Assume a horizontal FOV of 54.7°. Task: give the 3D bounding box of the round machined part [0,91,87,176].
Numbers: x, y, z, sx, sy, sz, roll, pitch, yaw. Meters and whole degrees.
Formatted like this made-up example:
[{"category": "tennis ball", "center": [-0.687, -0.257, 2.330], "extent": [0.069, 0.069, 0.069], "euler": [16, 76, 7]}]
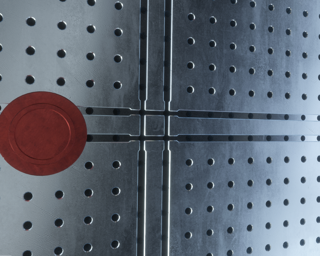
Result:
[{"category": "round machined part", "center": [-0.134, 0.007, 0.355], "extent": [0.099, 0.042, 0.097], "euler": [0, 90, -21]}]
